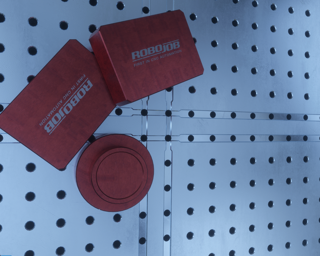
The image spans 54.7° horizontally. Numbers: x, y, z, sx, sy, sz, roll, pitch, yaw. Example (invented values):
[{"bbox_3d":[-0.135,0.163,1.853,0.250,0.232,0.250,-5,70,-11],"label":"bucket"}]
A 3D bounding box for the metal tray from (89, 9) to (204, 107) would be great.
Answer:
[{"bbox_3d":[-0.011,-0.090,0.387,0.131,0.030,0.090,-26,99,-34],"label":"metal tray"}]

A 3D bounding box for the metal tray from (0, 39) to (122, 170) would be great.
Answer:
[{"bbox_3d":[-0.112,-0.028,0.369,0.090,0.030,0.130,41,77,-16],"label":"metal tray"}]

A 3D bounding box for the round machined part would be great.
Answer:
[{"bbox_3d":[-0.054,0.056,0.384,0.099,0.042,0.097,0,90,-20],"label":"round machined part"}]
